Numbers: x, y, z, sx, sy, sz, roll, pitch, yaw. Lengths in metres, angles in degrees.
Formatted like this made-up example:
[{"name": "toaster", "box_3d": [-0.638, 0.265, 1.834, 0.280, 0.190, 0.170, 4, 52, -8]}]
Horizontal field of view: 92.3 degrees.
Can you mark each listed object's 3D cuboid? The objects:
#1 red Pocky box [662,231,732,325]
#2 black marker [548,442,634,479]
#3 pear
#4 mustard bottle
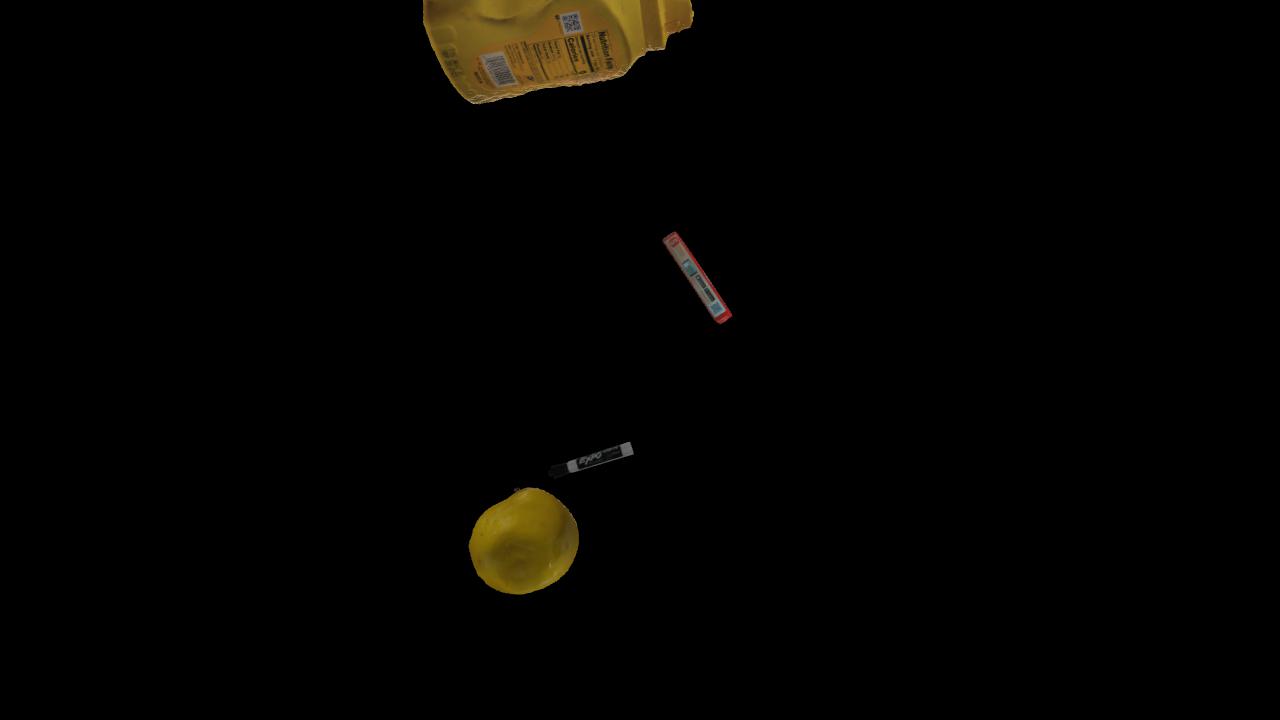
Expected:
[{"name": "red Pocky box", "box_3d": [0.093, -0.128, 0.974, 0.028, 0.155, 0.083, -34, -6, 9]}, {"name": "black marker", "box_3d": [-0.069, 0.140, 0.854, 0.121, 0.020, 0.020, -17, 1, -4]}, {"name": "pear", "box_3d": [-0.086, 0.129, 0.482, 0.080, 0.080, 0.111, 0, 18, 0]}, {"name": "mustard bottle", "box_3d": [-0.052, -0.238, 0.447, 0.184, 0.054, 0.092, -6, -22, 7]}]
